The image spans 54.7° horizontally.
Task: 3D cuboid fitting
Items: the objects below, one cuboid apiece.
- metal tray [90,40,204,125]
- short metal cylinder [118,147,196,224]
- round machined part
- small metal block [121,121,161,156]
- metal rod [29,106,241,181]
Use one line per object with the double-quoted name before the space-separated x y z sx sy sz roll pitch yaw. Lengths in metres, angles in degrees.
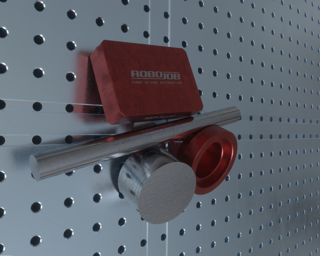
"metal tray" -0.012 -0.055 0.379 0.131 0.030 0.090 -7 76 -41
"short metal cylinder" -0.003 0.068 0.377 0.081 0.050 0.079 -14 116 -30
"round machined part" 0.062 0.041 0.437 0.099 0.042 0.097 -23 127 -34
"small metal block" -0.025 0.015 0.401 0.050 0.025 0.050 23 76 -38
"metal rod" 0.000 0.008 0.377 0.302 0.025 0.025 -14 99 -39
